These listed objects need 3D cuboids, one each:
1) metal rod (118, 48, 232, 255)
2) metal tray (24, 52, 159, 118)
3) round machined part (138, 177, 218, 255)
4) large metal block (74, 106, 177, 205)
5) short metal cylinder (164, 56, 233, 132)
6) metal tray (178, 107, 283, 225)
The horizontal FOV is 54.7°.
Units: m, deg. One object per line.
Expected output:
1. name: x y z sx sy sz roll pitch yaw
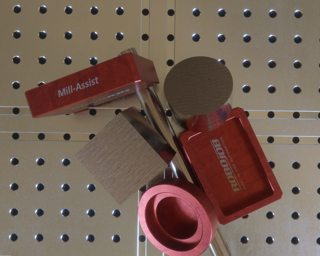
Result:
1. metal rod: 0.020 0.035 0.409 0.025 0.025 0.299 -25 90 0
2. metal tray: -0.074 -0.047 0.362 0.130 0.090 0.030 -17 92 14
3. round machined part: 0.025 0.108 0.387 0.098 0.042 0.097 8 107 27
4. large metal block: -0.040 0.032 0.379 0.080 0.050 0.080 -42 91 18
5. short metal cylinder: 0.049 -0.041 0.383 0.080 0.050 0.080 -4 66 10
6. metal tray: 0.091 0.048 0.408 0.090 0.030 0.129 -25 90 0
